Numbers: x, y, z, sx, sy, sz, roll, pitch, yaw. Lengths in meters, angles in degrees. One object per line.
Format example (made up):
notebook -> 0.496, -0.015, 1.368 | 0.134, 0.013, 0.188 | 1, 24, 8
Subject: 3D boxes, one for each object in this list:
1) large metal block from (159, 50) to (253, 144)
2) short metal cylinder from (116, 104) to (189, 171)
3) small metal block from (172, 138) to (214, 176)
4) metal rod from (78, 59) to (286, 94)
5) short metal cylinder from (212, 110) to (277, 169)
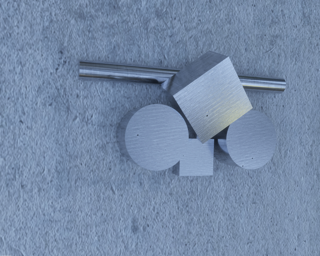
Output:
large metal block -> 0.060, -0.041, 0.400 | 0.080, 0.050, 0.080 | -36, 119, -3
short metal cylinder -> -0.011, 0.011, 0.392 | 0.081, 0.050, 0.079 | 0, 90, -20
small metal block -> 0.046, 0.039, 0.428 | 0.050, 0.025, 0.050 | 2, 89, -20
metal rod -> 0.044, -0.068, 0.426 | 0.302, 0.025, 0.025 | 1, 90, -20
short metal cylinder -> 0.115, 0.016, 0.439 | 0.081, 0.050, 0.079 | 0, 90, -20
